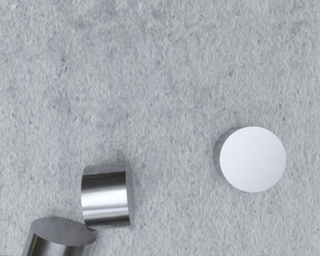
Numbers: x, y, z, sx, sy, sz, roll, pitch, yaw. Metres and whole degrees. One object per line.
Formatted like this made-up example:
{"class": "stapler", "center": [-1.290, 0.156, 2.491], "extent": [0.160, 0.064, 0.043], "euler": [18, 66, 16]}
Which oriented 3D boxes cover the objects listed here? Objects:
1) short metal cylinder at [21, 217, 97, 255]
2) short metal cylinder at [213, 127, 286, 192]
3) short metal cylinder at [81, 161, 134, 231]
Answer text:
{"class": "short metal cylinder", "center": [-0.125, 0.150, 0.381], "extent": [0.080, 0.080, 0.050], "euler": [17, 90, -1]}
{"class": "short metal cylinder", "center": [0.112, 0.038, 0.399], "extent": [0.081, 0.050, 0.079], "euler": [0, 90, -1]}
{"class": "short metal cylinder", "center": [-0.061, 0.083, 0.382], "extent": [0.050, 0.080, 0.079], "euler": [-6, 90, 0]}
